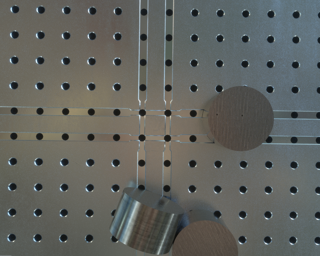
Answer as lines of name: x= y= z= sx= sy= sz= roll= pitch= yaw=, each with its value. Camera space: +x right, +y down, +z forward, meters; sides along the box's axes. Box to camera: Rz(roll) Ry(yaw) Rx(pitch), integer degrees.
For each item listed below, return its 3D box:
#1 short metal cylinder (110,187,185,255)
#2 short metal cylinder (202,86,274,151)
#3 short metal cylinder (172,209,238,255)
short metal cylinder: x=-0.016 y=0.113 z=0.386 sx=0.080 sy=0.080 sz=0.050 roll=20 pitch=90 yaw=-1
short metal cylinder: x=0.099 y=-0.012 z=0.402 sx=0.081 sy=0.050 sz=0.079 roll=0 pitch=90 yaw=-1
short metal cylinder: x=0.055 y=0.152 z=0.402 sx=0.081 sy=0.050 sz=0.079 roll=0 pitch=90 yaw=-1
